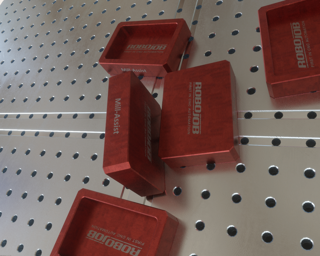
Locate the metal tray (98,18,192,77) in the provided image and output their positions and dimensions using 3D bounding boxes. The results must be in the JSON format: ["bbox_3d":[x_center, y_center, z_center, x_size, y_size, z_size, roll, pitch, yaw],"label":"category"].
[{"bbox_3d":[-0.025,-0.129,0.495,0.130,0.030,0.090,9,66,31],"label":"metal tray"}]

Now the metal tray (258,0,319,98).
[{"bbox_3d":[0.173,-0.105,0.378,0.090,0.030,0.130,-9,58,23],"label":"metal tray"}]

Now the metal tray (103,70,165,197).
[{"bbox_3d":[-0.028,0.007,0.375,0.030,0.090,0.130,-15,56,20],"label":"metal tray"}]

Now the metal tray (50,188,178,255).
[{"bbox_3d":[-0.054,0.127,0.353,0.130,0.030,0.090,7,65,30],"label":"metal tray"}]

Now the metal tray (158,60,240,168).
[{"bbox_3d":[0.049,-0.019,0.390,0.090,0.030,0.130,-9,58,23],"label":"metal tray"}]
